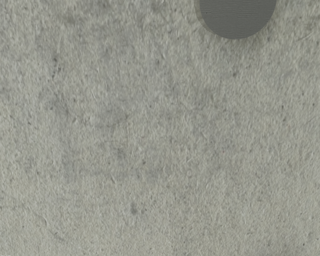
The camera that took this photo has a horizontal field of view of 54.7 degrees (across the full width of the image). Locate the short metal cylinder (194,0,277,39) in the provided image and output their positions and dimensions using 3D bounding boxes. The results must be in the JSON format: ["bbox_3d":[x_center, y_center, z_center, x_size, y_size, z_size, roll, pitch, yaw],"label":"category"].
[{"bbox_3d":[0.081,-0.142,0.345,0.081,0.050,0.079,0,110,-1],"label":"short metal cylinder"}]
